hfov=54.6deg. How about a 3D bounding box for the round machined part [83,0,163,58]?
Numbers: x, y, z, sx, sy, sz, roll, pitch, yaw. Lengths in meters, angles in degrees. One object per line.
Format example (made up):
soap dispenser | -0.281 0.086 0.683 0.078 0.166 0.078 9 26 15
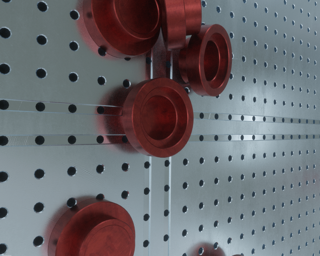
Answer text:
round machined part | -0.036 -0.135 0.367 0.099 0.042 0.097 0 90 -40

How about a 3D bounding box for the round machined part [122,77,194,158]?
round machined part | -0.007 -0.013 0.392 0.099 0.042 0.097 0 90 -40

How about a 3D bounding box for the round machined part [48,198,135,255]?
round machined part | -0.067 0.130 0.342 0.099 0.042 0.097 0 90 -40

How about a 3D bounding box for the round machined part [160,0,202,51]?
round machined part | 0.023 -0.146 0.377 0.042 0.098 0.097 -9 97 -2

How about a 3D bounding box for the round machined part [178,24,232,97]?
round machined part | 0.062 -0.094 0.438 0.099 0.042 0.097 -16 110 -52
